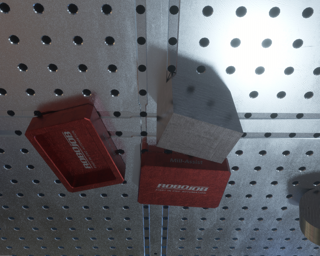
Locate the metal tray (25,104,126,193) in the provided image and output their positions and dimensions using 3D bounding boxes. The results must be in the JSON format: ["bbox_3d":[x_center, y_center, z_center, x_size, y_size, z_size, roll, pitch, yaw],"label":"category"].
[{"bbox_3d":[-0.113,0.034,0.435,0.090,0.030,0.129,-13,129,10],"label":"metal tray"}]

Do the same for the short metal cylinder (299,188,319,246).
[{"bbox_3d":[0.269,0.144,0.501,0.080,0.080,0.050,-13,129,10],"label":"short metal cylinder"}]

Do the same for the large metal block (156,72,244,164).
[{"bbox_3d":[0.042,-0.013,0.365,0.081,0.080,0.050,16,128,-13],"label":"large metal block"}]

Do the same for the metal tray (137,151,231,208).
[{"bbox_3d":[0.034,0.082,0.479,0.131,0.030,0.089,5,130,-4],"label":"metal tray"}]
